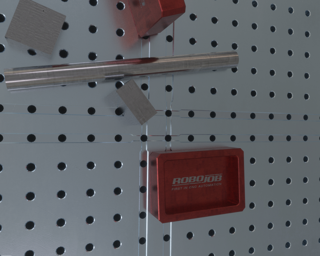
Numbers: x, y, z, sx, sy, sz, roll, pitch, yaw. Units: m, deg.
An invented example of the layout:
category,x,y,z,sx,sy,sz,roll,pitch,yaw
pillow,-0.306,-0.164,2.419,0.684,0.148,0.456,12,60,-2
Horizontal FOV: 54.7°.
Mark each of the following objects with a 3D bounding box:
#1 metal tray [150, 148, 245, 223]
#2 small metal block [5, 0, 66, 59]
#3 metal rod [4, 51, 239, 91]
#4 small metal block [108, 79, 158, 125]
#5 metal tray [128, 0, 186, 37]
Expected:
category,x,y,z,sx,sy,sz,roll,pitch,yaw
metal tray,0.054,0.075,0.429,0.131,0.030,0.089,-2,91,-20
small metal block,-0.143,-0.115,0.360,0.050,0.025,0.050,20,83,-19
metal rod,-0.033,-0.077,0.400,0.302,0.025,0.025,-9,93,-20
small metal block,-0.035,-0.031,0.386,0.025,0.050,0.050,-40,103,-15
metal tray,-0.018,-0.186,0.370,0.030,0.090,0.129,-20,97,-19
